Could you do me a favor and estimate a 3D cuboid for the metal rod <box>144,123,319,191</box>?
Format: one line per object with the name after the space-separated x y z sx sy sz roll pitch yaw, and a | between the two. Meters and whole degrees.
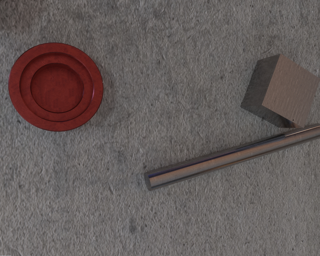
0.122 0.037 0.455 0.302 0.025 0.025 -13 95 -20 | metal rod

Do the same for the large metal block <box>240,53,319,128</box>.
0.180 -0.052 0.464 0.080 0.050 0.080 25 82 -19 | large metal block

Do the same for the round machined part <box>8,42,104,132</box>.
-0.118 -0.045 0.357 0.099 0.042 0.097 0 90 -21 | round machined part
